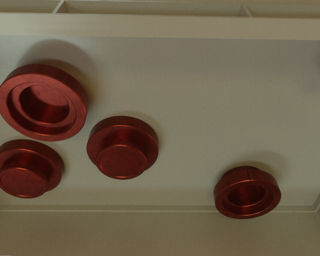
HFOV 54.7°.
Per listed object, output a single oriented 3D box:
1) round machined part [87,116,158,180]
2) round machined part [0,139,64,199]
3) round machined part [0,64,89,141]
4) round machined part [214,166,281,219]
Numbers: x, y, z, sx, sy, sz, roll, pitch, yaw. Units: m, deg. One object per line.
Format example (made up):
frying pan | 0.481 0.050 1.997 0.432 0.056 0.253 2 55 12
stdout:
round machined part | -0.051 0.034 0.426 0.099 0.042 0.097 -1 130 0
round machined part | -0.195 0.066 0.451 0.099 0.042 0.097 -1 130 0
round machined part | -0.134 -0.033 0.368 0.099 0.042 0.097 -1 130 0
round machined part | 0.132 0.096 0.482 0.099 0.042 0.097 -1 130 0
